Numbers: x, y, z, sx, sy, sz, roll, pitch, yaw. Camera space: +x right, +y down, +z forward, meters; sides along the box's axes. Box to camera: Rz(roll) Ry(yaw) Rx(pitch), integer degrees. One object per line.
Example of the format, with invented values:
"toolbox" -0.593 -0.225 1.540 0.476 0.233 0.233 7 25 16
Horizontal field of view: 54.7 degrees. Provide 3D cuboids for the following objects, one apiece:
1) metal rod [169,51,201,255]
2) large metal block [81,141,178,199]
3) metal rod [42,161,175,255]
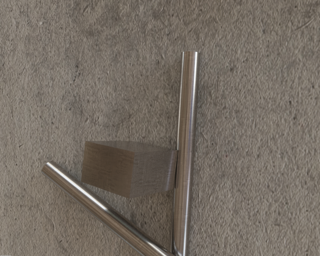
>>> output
"metal rod" 0.031 0.054 0.397 0.025 0.025 0.298 4 91 19
"large metal block" -0.036 0.046 0.381 0.080 0.081 0.050 9 93 37
"metal rod" -0.049 0.131 0.407 0.300 0.025 0.025 31 100 23
